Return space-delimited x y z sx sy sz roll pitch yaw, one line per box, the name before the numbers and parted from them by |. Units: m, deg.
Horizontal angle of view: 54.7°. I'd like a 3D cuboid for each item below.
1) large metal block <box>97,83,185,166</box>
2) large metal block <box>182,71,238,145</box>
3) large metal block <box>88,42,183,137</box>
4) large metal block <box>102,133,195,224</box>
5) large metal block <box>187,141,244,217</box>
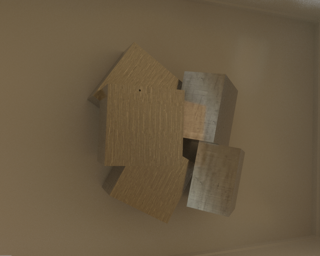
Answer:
large metal block | -0.022 -0.001 0.334 0.081 0.050 0.080 3 88 -19
large metal block | 0.061 -0.021 0.397 0.080 0.050 0.080 19 81 -65
large metal block | -0.030 -0.045 0.386 0.080 0.050 0.080 38 78 -17
large metal block | -0.014 0.060 0.389 0.080 0.050 0.080 31 80 -18
large metal block | 0.076 0.064 0.402 0.050 0.080 0.080 10 86 19
